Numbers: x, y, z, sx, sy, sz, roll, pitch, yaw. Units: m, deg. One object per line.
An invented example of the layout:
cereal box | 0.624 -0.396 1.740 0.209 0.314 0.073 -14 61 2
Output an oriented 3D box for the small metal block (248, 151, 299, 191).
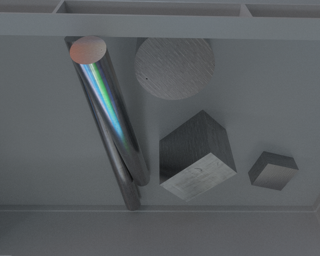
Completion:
small metal block | 0.170 0.066 0.468 0.050 0.025 0.050 13 129 -11

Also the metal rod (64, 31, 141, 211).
metal rod | -0.066 0.016 0.421 0.025 0.025 0.298 -7 130 5

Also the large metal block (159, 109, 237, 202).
large metal block | 0.045 0.036 0.405 0.080 0.080 0.050 -37 121 27

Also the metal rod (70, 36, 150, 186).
metal rod | -0.038 0.013 0.344 0.025 0.025 0.299 -4 154 3

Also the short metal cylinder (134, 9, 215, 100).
short metal cylinder | 0.014 -0.077 0.328 0.081 0.050 0.079 0 130 0
